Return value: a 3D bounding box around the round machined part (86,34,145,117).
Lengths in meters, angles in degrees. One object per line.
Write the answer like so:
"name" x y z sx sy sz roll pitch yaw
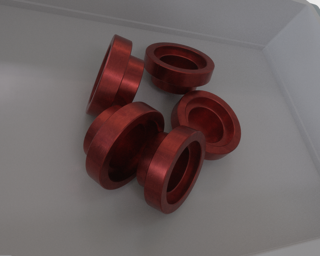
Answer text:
"round machined part" -0.051 -0.056 0.366 0.042 0.097 0.098 20 54 -17

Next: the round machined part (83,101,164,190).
"round machined part" -0.042 0.014 0.333 0.042 0.097 0.099 33 47 24

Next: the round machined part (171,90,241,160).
"round machined part" 0.058 0.000 0.426 0.099 0.042 0.098 14 56 -21

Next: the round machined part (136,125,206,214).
"round machined part" 0.010 0.043 0.349 0.042 0.097 0.099 21 45 27

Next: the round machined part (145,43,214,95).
"round machined part" 0.024 -0.083 0.443 0.099 0.042 0.098 10 35 -7
